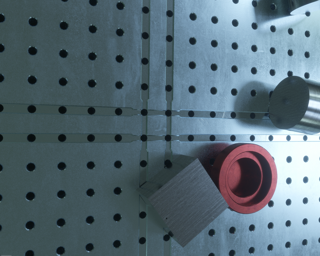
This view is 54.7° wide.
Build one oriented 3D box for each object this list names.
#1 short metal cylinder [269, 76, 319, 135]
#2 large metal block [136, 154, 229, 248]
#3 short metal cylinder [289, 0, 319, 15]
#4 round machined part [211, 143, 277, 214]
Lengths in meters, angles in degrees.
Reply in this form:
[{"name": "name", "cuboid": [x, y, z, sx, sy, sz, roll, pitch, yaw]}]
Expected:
[{"name": "short metal cylinder", "cuboid": [0.210, -0.033, 0.461, 0.050, 0.080, 0.080, 10, 87, -20]}, {"name": "large metal block", "cuboid": [0.029, 0.093, 0.410, 0.080, 0.050, 0.080, -37, 102, -16]}, {"name": "short metal cylinder", "cuboid": [0.237, -0.211, 0.470, 0.081, 0.080, 0.050, -13, 95, -20]}, {"name": "round machined part", "cuboid": [0.116, 0.070, 0.446, 0.099, 0.042, 0.097, 0, 90, -21]}]
